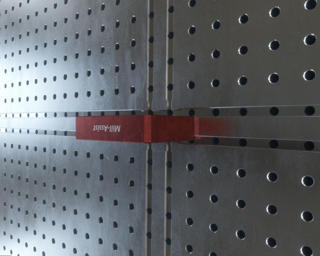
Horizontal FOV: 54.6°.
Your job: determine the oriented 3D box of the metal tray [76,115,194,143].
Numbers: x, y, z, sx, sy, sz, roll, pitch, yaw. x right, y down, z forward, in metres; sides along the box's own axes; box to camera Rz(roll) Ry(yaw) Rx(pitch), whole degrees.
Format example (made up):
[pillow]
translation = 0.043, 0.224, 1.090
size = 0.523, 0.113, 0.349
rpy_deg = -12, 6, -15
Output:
[metal tray]
translation = -0.033, 0.000, 0.395
size = 0.130, 0.091, 0.030
rpy_deg = 1, 91, 40
